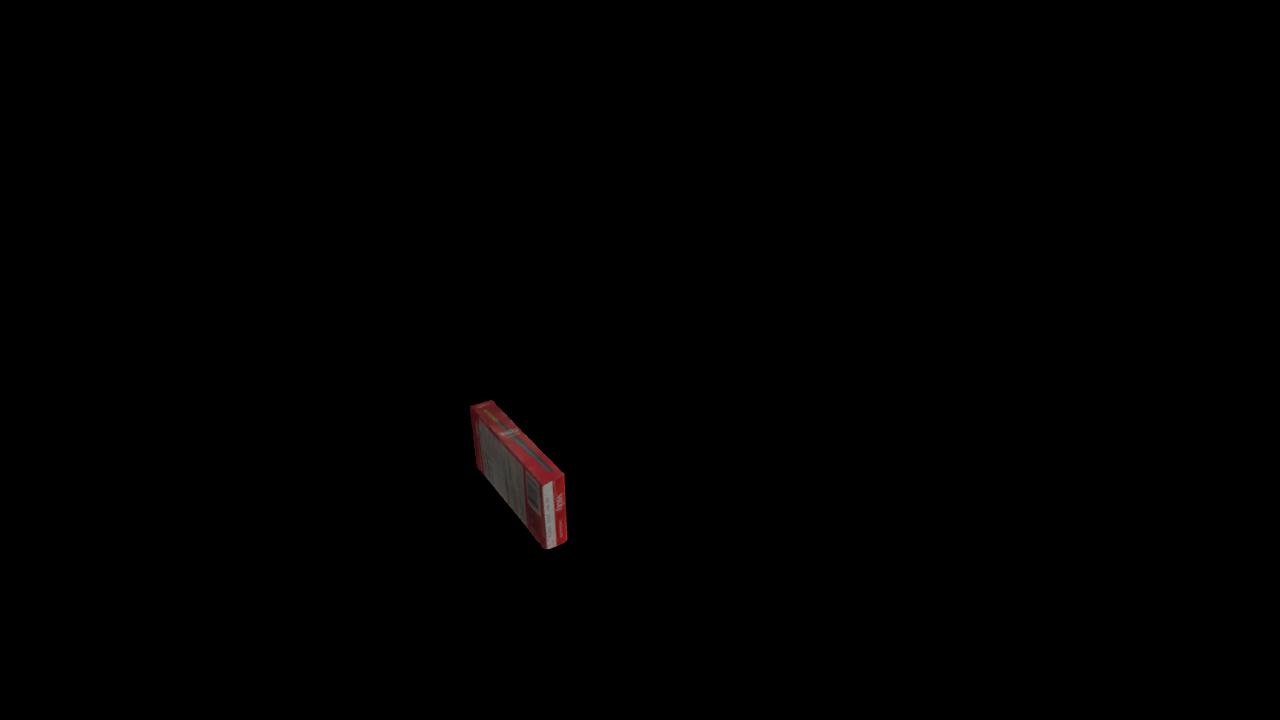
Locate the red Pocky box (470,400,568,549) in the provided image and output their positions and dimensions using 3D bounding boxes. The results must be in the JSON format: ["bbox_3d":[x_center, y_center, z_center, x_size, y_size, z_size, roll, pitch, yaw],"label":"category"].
[{"bbox_3d":[-0.123,0.109,0.611,0.028,0.083,0.155,-20,36,-32],"label":"red Pocky box"}]
